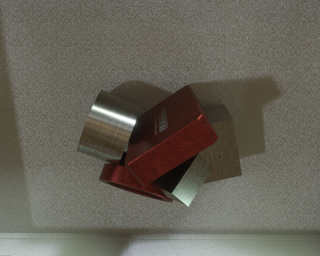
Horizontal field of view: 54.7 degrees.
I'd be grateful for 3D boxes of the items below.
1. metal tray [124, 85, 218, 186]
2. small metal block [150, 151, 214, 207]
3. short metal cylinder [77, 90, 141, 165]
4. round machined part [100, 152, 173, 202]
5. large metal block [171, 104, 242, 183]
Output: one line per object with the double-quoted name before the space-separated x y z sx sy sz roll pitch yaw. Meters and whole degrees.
"metal tray" 0.009 0.001 0.354 0.090 0.130 0.030 -33 108 11
"small metal block" 0.023 0.053 0.344 0.025 0.050 0.050 43 73 -21
"short metal cylinder" -0.062 0.000 0.379 0.050 0.080 0.079 21 109 -8
"round machined part" -0.025 0.062 0.403 0.099 0.098 0.042 19 74 -8
"large metal block" 0.054 0.023 0.398 0.080 0.050 0.080 -13 114 4
